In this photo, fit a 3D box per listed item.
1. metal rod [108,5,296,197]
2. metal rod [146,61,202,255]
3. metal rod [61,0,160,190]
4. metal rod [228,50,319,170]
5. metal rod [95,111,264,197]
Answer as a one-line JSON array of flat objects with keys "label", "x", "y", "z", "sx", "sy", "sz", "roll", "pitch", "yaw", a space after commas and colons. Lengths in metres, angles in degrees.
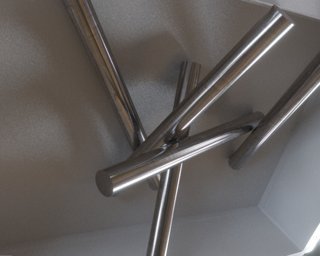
[{"label": "metal rod", "x": 0.018, "y": -0.005, "z": 0.342, "sx": 0.025, "sy": 0.025, "sz": 0.299, "roll": 16, "pitch": 133, "yaw": -35}, {"label": "metal rod", "x": 0.012, "y": 0.067, "z": 0.383, "sx": 0.025, "sy": 0.025, "sz": 0.298, "roll": 10, "pitch": 90, "yaw": -33}, {"label": "metal rod", "x": -0.045, "y": -0.029, "z": 0.365, "sx": 0.025, "sy": 0.025, "sz": 0.299, "roll": -28, "pitch": 128, "yaw": -10}, {"label": "metal rod", "x": 0.159, "y": -0.024, "z": 0.398, "sx": 0.025, "sy": 0.025, "sz": 0.298, "roll": -11, "pitch": 150, "yaw": -22}, {"label": "metal rod", "x": 0.053, "y": 0.017, "z": 0.379, "sx": 0.302, "sy": 0.025, "sz": 0.025, "roll": -17, "pitch": 129, "yaw": -45}]
